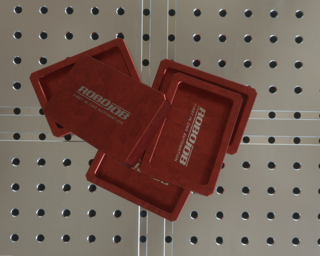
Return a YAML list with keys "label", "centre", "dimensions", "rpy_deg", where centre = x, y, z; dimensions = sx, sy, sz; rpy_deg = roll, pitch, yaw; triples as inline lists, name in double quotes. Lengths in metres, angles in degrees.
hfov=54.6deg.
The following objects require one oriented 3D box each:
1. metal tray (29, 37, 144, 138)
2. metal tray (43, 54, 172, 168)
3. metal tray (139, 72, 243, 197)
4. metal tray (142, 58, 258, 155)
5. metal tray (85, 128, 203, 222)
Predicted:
- label: "metal tray"
  centre: [-0.091, -0.052, 0.410]
  dimensions: [0.130, 0.030, 0.090]
  rpy_deg: [-22, 90, 0]
- label: "metal tray"
  centre: [-0.064, -0.023, 0.370]
  dimensions: [0.130, 0.030, 0.090]
  rpy_deg: [29, 82, 22]
- label: "metal tray"
  centre: [0.038, 0.008, 0.380]
  dimensions: [0.090, 0.030, 0.130]
  rpy_deg: [20, 78, 0]
- label: "metal tray"
  centre: [0.050, -0.027, 0.410]
  dimensions: [0.131, 0.030, 0.090]
  rpy_deg: [19, 90, 1]
- label: "metal tray"
  centre: [-0.019, 0.054, 0.411]
  dimensions: [0.130, 0.030, 0.090]
  rpy_deg: [26, 90, 0]
